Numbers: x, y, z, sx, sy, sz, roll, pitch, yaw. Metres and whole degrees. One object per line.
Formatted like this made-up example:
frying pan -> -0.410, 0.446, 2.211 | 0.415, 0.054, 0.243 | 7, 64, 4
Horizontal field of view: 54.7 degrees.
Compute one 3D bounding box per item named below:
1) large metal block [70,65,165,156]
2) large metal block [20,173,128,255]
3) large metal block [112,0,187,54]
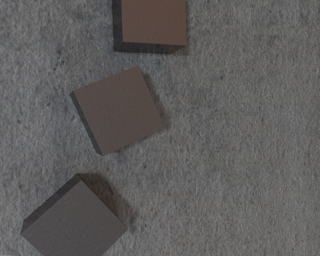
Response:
large metal block -> -0.053, -0.021, 0.377 | 0.081, 0.050, 0.080 | -25, 99, -19
large metal block -> -0.098, 0.113, 0.360 | 0.080, 0.050, 0.080 | -43, 104, -15
large metal block -> -0.015, -0.140, 0.391 | 0.081, 0.050, 0.079 | -2, 91, -20
